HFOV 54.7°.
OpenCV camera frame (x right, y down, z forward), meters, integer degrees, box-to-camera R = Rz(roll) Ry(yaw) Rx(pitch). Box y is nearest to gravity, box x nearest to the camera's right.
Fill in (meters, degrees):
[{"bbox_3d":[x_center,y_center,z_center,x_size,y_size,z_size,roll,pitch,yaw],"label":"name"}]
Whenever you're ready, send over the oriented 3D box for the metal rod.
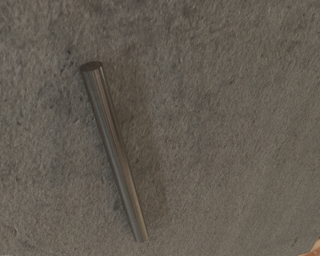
[{"bbox_3d":[-0.052,0.055,0.413,0.025,0.025,0.298,-22,127,-16],"label":"metal rod"}]
